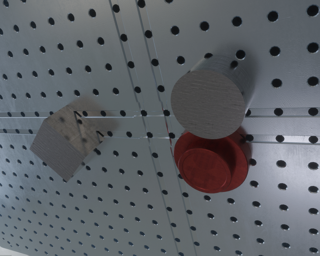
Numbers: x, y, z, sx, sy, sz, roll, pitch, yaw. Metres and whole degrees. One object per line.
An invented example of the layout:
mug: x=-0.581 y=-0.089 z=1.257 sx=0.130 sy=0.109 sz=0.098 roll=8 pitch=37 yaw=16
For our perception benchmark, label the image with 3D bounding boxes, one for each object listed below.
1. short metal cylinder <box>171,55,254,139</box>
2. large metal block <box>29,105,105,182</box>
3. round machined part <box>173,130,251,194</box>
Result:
short metal cylinder: x=0.059 y=-0.035 z=0.343 sx=0.080 sy=0.050 sz=0.079 roll=13 pitch=124 yaw=21
large metal block: x=-0.147 y=0.026 z=0.488 sx=0.080 sy=0.050 sz=0.080 roll=42 pitch=129 yaw=-1
round machined part: x=0.062 y=0.044 z=0.395 sx=0.098 sy=0.042 sz=0.097 roll=13 pitch=124 yaw=21
